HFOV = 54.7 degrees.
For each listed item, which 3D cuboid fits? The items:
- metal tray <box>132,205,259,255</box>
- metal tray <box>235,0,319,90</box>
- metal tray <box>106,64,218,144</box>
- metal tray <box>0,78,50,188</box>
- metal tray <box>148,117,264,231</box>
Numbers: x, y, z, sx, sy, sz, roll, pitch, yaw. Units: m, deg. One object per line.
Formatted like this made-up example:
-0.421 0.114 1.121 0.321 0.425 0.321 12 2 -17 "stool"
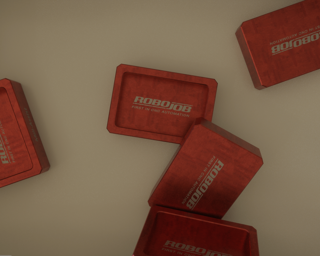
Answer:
0.042 0.139 0.349 0.131 0.090 0.030 10 114 8 "metal tray"
0.178 -0.114 0.411 0.131 0.030 0.090 -20 90 -1 "metal tray"
0.003 -0.028 0.408 0.131 0.030 0.089 9 90 -1 "metal tray"
-0.212 0.011 0.406 0.090 0.030 0.129 -20 90 -1 "metal tray"
0.054 0.063 0.387 0.090 0.030 0.129 29 111 -1 "metal tray"
